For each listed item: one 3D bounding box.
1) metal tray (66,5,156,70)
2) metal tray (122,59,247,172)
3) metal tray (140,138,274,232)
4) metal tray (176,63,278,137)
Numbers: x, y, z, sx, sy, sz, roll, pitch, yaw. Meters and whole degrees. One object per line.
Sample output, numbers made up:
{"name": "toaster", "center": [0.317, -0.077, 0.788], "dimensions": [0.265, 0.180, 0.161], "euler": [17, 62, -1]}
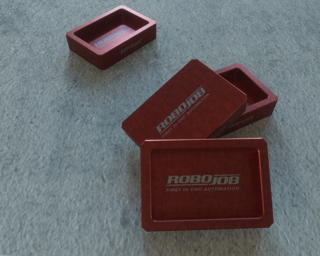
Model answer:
{"name": "metal tray", "center": [-0.081, -0.159, 0.532], "dimensions": [0.090, 0.030, 0.131], "euler": [35, 58, 25]}
{"name": "metal tray", "center": [0.030, -0.014, 0.381], "dimensions": [0.130, 0.030, 0.090], "euler": [-43, 65, -9]}
{"name": "metal tray", "center": [0.046, 0.058, 0.324], "dimensions": [0.131, 0.030, 0.090], "euler": [-1, 80, -3]}
{"name": "metal tray", "center": [0.083, -0.037, 0.431], "dimensions": [0.131, 0.030, 0.090], "euler": [-22, 54, -18]}
